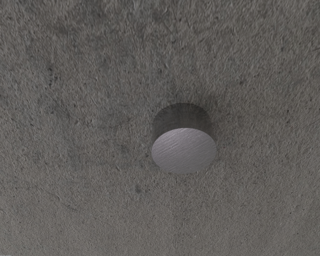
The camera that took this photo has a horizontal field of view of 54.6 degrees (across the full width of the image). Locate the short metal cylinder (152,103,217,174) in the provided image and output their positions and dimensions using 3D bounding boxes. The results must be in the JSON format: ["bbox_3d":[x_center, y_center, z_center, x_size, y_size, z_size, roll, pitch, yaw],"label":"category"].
[{"bbox_3d":[0.030,0.014,0.403,0.080,0.050,0.080,0,130,0],"label":"short metal cylinder"}]
